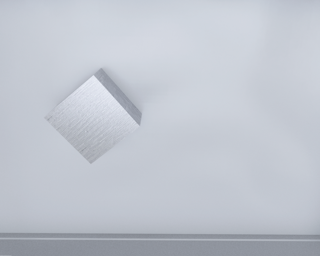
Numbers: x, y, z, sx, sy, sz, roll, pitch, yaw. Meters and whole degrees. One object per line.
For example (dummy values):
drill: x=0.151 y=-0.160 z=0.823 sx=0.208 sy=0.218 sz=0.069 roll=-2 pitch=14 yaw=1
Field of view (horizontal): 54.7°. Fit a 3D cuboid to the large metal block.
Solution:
large metal block: x=-0.081 y=-0.016 z=0.391 sx=0.080 sy=0.050 sz=0.080 roll=-37 pitch=106 yaw=12
